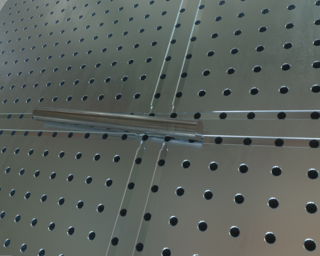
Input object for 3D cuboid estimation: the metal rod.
[{"bbox_3d":[-0.080,-0.011,0.457,0.300,0.025,0.025,6,65,31],"label":"metal rod"}]
